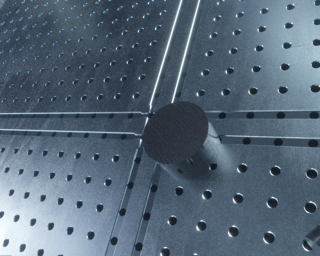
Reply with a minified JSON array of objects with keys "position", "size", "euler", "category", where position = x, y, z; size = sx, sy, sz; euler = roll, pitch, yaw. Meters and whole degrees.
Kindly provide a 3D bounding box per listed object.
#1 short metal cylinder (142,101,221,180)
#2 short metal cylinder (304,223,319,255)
[{"position":[0.027,0.015,0.369],"size":[0.080,0.050,0.080],"euler":[-13,56,21],"category":"short metal cylinder"},{"position":[0.158,0.097,0.230],"size":[0.050,0.080,0.080],"euler":[-41,51,0],"category":"short metal cylinder"}]
